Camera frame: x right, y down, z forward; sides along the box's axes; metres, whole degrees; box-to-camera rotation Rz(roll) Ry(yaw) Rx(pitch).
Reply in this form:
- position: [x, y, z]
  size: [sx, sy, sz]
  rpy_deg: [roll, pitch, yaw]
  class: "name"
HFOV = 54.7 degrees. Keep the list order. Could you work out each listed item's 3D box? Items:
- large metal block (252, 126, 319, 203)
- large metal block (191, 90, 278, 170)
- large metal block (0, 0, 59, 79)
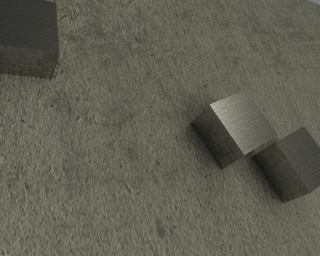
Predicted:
- position: [0.201, 0.053, 0.463]
  size: [0.081, 0.050, 0.080]
  rpy_deg: [-20, 72, -35]
  class: "large metal block"
- position: [0.106, 0.001, 0.444]
  size: [0.081, 0.050, 0.080]
  rpy_deg: [-23, 74, -36]
  class: "large metal block"
- position: [-0.166, -0.109, 0.364]
  size: [0.081, 0.050, 0.080]
  rpy_deg: [2, 61, -27]
  class: "large metal block"
